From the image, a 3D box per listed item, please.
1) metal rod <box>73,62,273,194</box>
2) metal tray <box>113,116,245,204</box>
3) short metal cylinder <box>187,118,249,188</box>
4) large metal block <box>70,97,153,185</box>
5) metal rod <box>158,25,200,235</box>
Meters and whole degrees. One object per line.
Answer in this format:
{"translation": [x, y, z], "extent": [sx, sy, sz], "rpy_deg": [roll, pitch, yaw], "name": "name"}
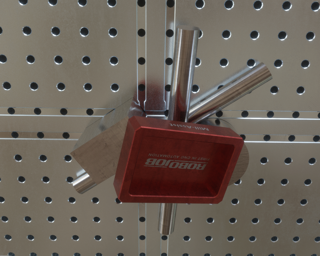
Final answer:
{"translation": [0.009, 0.006, 0.416], "extent": [0.300, 0.025, 0.025], "rpy_deg": [-32, 107, 10], "name": "metal rod"}
{"translation": [0.021, 0.040, 0.350], "extent": [0.131, 0.030, 0.089], "rpy_deg": [7, 111, -23], "name": "metal tray"}
{"translation": [0.072, 0.033, 0.412], "extent": [0.081, 0.050, 0.079], "rpy_deg": [0, 110, -1], "name": "short metal cylinder"}
{"translation": [-0.055, 0.013, 0.387], "extent": [0.080, 0.080, 0.050], "rpy_deg": [-32, 107, 11], "name": "large metal block"}
{"translation": [0.019, 0.024, 0.398], "extent": [0.025, 0.025, 0.298], "rpy_deg": [3, 119, -2], "name": "metal rod"}
